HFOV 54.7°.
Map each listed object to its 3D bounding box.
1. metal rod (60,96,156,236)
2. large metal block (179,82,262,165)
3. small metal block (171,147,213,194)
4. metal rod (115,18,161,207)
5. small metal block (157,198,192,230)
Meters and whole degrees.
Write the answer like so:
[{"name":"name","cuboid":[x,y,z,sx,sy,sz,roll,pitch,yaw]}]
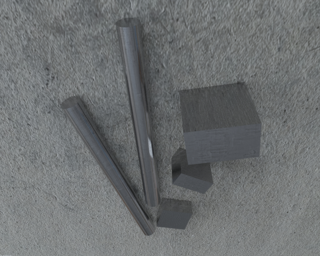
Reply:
[{"name":"metal rod","cuboid":[-0.065,0.077,0.471,0.025,0.025,0.299,-14,129,11]},{"name":"large metal block","cuboid":[0.068,-0.007,0.366,0.080,0.080,0.050,-7,130,5]},{"name":"small metal block","cuboid":[0.045,0.061,0.443,0.050,0.050,0.025,20,127,-17]},{"name":"metal rod","cuboid":[-0.022,0.006,0.411,0.025,0.025,0.298,-3,130,2]},{"name":"small metal block","cuboid":[0.024,0.148,0.534,0.050,0.025,0.050,9,130,-8]}]
